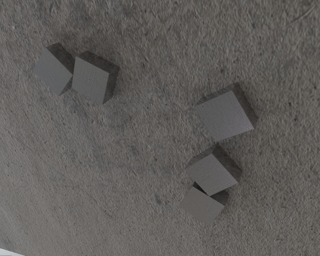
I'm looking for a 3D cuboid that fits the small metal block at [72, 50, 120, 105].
[{"bbox_3d":[-0.086,-0.067,0.411,0.050,0.025,0.050,28,128,10],"label":"small metal block"}]

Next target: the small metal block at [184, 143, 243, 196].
[{"bbox_3d":[0.070,0.055,0.404,0.050,0.025,0.050,48,129,-6],"label":"small metal block"}]

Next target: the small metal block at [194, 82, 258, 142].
[{"bbox_3d":[0.076,-0.018,0.356,0.050,0.025,0.050,-23,106,36],"label":"small metal block"}]

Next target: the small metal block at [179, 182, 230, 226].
[{"bbox_3d":[0.062,0.103,0.438,0.050,0.025,0.050,31,128,8],"label":"small metal block"}]

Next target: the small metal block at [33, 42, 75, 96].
[{"bbox_3d":[-0.142,-0.081,0.432,0.050,0.025,0.050,46,129,-4],"label":"small metal block"}]
